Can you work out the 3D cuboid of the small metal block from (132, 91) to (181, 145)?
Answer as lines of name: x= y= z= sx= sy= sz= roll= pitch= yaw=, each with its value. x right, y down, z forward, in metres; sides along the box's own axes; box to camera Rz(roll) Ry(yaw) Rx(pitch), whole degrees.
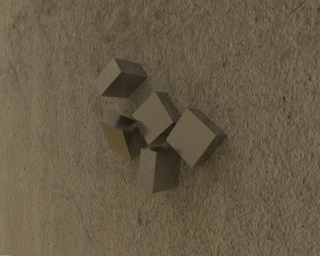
small metal block: x=-0.003 y=-0.012 z=0.407 sx=0.050 sy=0.025 sz=0.050 roll=-43 pitch=64 yaw=31

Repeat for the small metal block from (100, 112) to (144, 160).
small metal block: x=-0.052 y=0.011 z=0.432 sx=0.050 sy=0.025 sz=0.050 roll=22 pitch=136 yaw=41

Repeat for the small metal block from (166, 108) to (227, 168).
small metal block: x=0.042 y=0.011 z=0.370 sx=0.050 sy=0.025 sz=0.050 roll=47 pitch=118 yaw=29

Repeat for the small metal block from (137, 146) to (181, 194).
small metal block: x=0.000 y=0.051 z=0.389 sx=0.025 sy=0.050 sz=0.050 roll=10 pitch=97 yaw=39

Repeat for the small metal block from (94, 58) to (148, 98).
small metal block: x=-0.055 y=-0.068 z=0.434 sx=0.050 sy=0.050 sz=0.025 roll=-41 pitch=65 yaw=32
